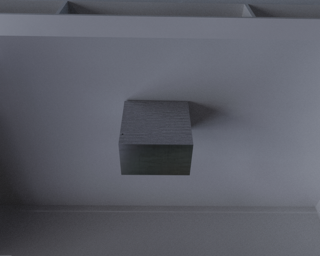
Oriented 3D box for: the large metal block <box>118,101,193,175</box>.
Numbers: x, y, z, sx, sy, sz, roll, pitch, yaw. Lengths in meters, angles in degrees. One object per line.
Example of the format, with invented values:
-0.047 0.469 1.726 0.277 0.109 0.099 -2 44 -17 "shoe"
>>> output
-0.005 0.011 0.379 0.080 0.080 0.050 1 130 -1 "large metal block"
